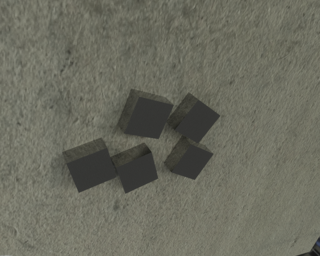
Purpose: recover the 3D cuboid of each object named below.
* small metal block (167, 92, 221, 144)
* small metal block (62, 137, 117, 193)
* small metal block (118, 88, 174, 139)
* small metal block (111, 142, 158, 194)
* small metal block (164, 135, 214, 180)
[{"bbox_3d":[0.046,-0.013,0.426,0.050,0.025,0.050,30,102,-38],"label":"small metal block"},{"bbox_3d":[-0.088,0.046,0.389,0.050,0.025,0.050,-21,127,-16],"label":"small metal block"},{"bbox_3d":[-0.018,-0.017,0.388,0.050,0.025,0.050,11,113,-33],"label":"small metal block"},{"bbox_3d":[-0.034,0.055,0.424,0.050,0.025,0.050,-23,127,-15],"label":"small metal block"},{"bbox_3d":[0.043,0.045,0.460,0.050,0.025,0.050,24,105,-37],"label":"small metal block"}]
